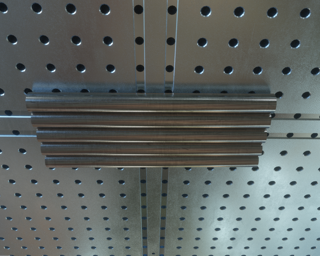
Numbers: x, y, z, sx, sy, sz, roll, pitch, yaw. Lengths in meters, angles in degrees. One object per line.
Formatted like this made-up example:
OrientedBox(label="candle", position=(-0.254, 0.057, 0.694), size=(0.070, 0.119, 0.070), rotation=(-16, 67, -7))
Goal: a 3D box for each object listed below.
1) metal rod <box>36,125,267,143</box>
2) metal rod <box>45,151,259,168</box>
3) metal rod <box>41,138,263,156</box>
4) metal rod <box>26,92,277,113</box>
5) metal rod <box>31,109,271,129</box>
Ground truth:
OrientedBox(label="metal rod", position=(-0.010, 0.007, 0.418), size=(0.302, 0.025, 0.025), rotation=(0, 130, -1))
OrientedBox(label="metal rod", position=(-0.011, 0.045, 0.449), size=(0.302, 0.025, 0.025), rotation=(0, 130, -1))
OrientedBox(label="metal rod", position=(-0.011, 0.026, 0.434), size=(0.302, 0.025, 0.025), rotation=(0, 130, -1))
OrientedBox(label="metal rod", position=(-0.010, -0.031, 0.385), size=(0.302, 0.025, 0.025), rotation=(0, 130, -1))
OrientedBox(label="metal rod", position=(-0.010, -0.012, 0.401), size=(0.302, 0.025, 0.025), rotation=(0, 130, -1))
